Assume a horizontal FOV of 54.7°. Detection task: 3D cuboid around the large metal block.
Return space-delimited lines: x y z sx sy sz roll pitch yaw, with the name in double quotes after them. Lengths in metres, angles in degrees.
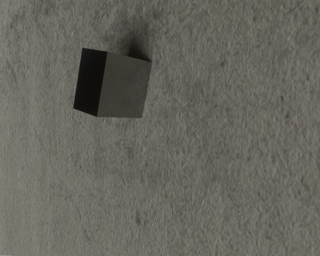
-0.063 -0.058 0.419 0.050 0.081 0.079 18 102 38 "large metal block"
